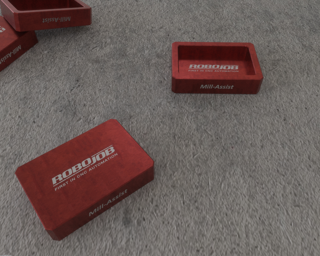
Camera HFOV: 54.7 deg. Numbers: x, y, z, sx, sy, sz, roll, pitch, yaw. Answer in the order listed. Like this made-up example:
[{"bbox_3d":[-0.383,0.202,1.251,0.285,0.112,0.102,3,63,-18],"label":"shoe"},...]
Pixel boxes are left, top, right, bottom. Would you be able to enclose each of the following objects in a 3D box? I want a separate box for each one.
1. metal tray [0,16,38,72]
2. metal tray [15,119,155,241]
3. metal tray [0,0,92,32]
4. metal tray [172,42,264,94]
[{"bbox_3d":[-0.281,-0.133,0.510,0.090,0.030,0.130,21,53,16],"label":"metal tray"},{"bbox_3d":[-0.083,0.052,0.355,0.131,0.030,0.090,-30,56,-23],"label":"metal tray"},{"bbox_3d":[-0.198,-0.205,0.544,0.131,0.030,0.090,-19,44,-33],"label":"metal tray"},{"bbox_3d":[0.083,-0.094,0.479,0.131,0.030,0.090,1,50,0],"label":"metal tray"}]
